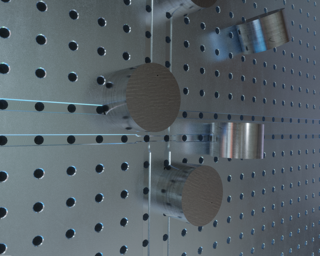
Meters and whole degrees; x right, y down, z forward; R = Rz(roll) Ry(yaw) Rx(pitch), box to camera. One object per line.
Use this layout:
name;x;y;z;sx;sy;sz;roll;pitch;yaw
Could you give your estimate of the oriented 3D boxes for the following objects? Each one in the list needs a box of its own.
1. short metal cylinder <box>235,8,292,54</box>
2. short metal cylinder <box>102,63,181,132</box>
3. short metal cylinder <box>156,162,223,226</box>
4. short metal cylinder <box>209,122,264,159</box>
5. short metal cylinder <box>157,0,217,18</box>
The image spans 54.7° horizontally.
short metal cylinder;0.172;-0.161;0.517;0.081;0.080;0.050;-33;111;-35
short metal cylinder;-0.022;-0.035;0.374;0.081;0.050;0.079;0;90;-40
short metal cylinder;0.041;0.089;0.427;0.081;0.050;0.079;0;90;-40
short metal cylinder;0.116;0.019;0.470;0.081;0.080;0.050;4;88;-40
short metal cylinder;0.037;-0.198;0.423;0.081;0.050;0.079;0;90;-40
